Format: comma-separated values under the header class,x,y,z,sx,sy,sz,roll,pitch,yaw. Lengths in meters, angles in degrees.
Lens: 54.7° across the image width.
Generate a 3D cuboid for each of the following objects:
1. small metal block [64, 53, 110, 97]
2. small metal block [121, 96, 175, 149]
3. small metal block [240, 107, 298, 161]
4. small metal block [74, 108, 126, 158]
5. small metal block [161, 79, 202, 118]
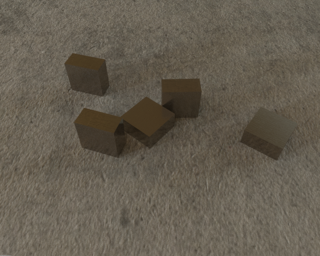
class,x,y,z,sx,sy,sz,roll,pitch,yaw
small metal block,-0.105,-0.077,0.450,0.050,0.050,0.025,13,51,10
small metal block,-0.016,-0.008,0.410,0.050,0.025,0.050,33,57,24
small metal block,0.140,0.006,0.400,0.050,0.025,0.050,29,56,22
small metal block,-0.072,0.007,0.381,0.050,0.050,0.025,14,52,11
small metal block,0.028,-0.039,0.421,0.050,0.050,0.025,-1,50,-2
